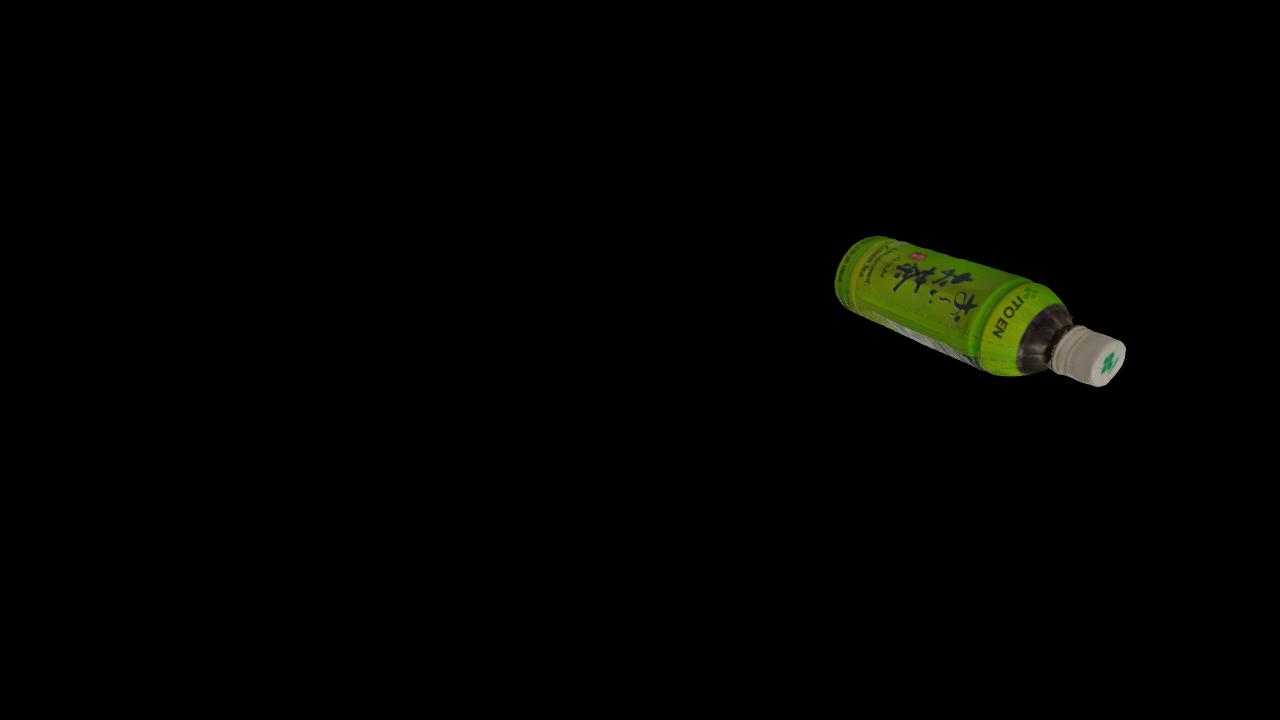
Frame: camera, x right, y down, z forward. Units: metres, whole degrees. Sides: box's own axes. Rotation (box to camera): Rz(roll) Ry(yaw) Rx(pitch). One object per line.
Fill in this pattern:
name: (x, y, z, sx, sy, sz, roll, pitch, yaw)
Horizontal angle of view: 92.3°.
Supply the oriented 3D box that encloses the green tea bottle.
green tea bottle: (0.238, -0.036, 0.455, 0.073, 0.073, 0.212, 0, 24, -27)
